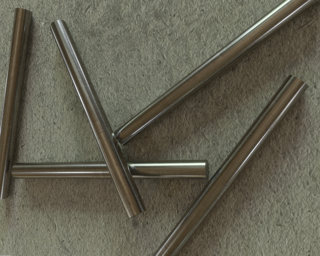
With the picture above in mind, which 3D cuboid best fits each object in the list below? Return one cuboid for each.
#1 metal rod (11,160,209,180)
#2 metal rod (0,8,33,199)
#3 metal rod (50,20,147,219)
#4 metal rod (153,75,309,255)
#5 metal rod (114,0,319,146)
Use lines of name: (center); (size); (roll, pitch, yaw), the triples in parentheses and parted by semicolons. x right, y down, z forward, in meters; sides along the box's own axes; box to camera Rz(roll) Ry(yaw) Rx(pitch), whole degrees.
metal rod: (-0.082, 0.060, 0.437); (0.301, 0.025, 0.025); (-3, 89, 19)
metal rod: (-0.236, -0.036, 0.492); (0.025, 0.025, 0.298); (10, 93, 19)
metal rod: (-0.090, -0.023, 0.423); (0.025, 0.025, 0.299); (-31, 74, 17)
metal rod: (0.075, 0.067, 0.382); (0.025, 0.025, 0.299); (38, 102, 16)
metal rod: (0.061, -0.072, 0.387); (0.300, 0.025, 0.025); (-36, 79, 16)
